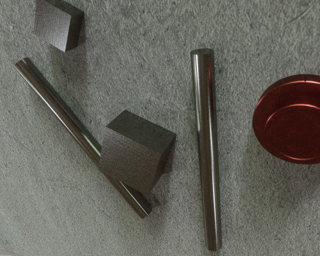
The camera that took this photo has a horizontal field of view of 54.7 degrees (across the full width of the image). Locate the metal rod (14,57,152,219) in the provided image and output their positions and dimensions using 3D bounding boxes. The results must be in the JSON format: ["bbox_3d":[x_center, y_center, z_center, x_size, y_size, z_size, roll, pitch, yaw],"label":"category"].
[{"bbox_3d":[-0.112,0.021,0.476,0.025,0.025,0.300,-30,102,37],"label":"metal rod"}]

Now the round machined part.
[{"bbox_3d":[0.145,-0.002,0.318,0.098,0.042,0.097,13,124,20],"label":"round machined part"}]

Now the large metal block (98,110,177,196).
[{"bbox_3d":[-0.033,0.034,0.427,0.080,0.050,0.079,26,127,12],"label":"large metal block"}]

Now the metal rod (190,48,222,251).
[{"bbox_3d":[0.063,0.048,0.402,0.025,0.025,0.298,6,121,25],"label":"metal rod"}]

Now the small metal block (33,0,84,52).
[{"bbox_3d":[-0.129,-0.132,0.391,0.050,0.025,0.050,31,128,7],"label":"small metal block"}]
